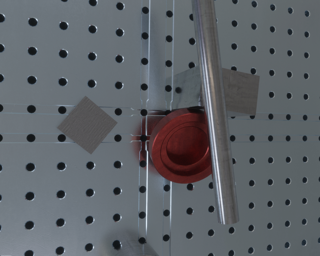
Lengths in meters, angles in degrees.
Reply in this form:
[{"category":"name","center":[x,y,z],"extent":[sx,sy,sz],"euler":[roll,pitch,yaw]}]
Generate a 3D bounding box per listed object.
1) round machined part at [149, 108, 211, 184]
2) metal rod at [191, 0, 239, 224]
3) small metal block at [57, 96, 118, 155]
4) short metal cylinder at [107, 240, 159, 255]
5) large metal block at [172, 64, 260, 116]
[{"category":"round machined part","center":[0.034,0.020,0.405],"extent":[0.099,0.042,0.097],"euler":[-5,112,-12]},{"category":"metal rod","center":[0.060,-0.042,0.349],"extent":[0.025,0.025,0.298],"euler":[-8,93,-20]},{"category":"small metal block","center":[-0.089,-0.003,0.380],"extent":[0.050,0.025,0.050],"euler":[42,77,-16]},{"category":"short metal cylinder","center":[-0.030,0.190,0.389],"extent":[0.081,0.050,0.079],"euler":[0,90,-20]},{"category":"large metal block","center":[0.071,-0.045,0.410],"extent":[0.081,0.080,0.050],"euler":[8,87,-20]}]
